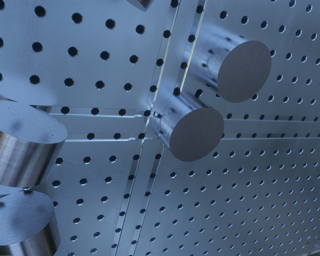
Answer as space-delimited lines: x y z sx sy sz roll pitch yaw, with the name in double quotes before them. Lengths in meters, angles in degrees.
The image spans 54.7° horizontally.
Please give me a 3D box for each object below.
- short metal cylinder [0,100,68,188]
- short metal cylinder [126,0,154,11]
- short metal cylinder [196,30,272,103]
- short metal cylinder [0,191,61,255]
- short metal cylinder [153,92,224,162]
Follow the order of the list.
"short metal cylinder" -0.140 0.014 0.307 0.081 0.080 0.050 17 110 -35
"short metal cylinder" -0.029 -0.148 0.268 0.080 0.080 0.050 31 101 -38
"short metal cylinder" 0.093 -0.079 0.397 0.081 0.050 0.079 -14 124 -21
"short metal cylinder" -0.161 0.120 0.361 0.081 0.080 0.050 -13 124 -21
"short metal cylinder" 0.038 -0.002 0.414 0.081 0.050 0.079 -14 124 -21
